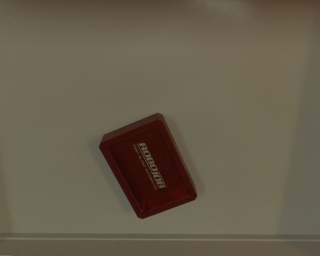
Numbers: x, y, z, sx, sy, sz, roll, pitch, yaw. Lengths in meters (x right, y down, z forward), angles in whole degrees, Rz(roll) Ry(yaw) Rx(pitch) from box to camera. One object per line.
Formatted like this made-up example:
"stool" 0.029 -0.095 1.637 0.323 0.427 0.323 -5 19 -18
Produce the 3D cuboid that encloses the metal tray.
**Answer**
"metal tray" -0.014 0.055 0.428 0.090 0.030 0.129 -22 109 7
